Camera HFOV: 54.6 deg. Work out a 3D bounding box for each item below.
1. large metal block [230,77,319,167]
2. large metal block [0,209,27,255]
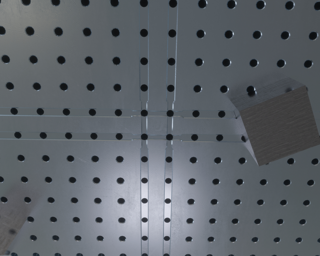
[{"bbox_3d":[0.146,-0.009,0.398,0.080,0.050,0.080,-22,109,8],"label":"large metal block"},{"bbox_3d":[-0.247,0.176,0.447,0.050,0.080,0.080,27,108,-10],"label":"large metal block"}]
